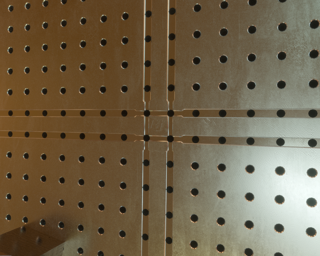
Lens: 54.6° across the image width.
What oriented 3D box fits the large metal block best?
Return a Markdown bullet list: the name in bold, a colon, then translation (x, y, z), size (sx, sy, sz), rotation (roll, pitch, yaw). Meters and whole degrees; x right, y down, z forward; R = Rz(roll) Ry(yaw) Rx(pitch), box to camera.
- **large metal block**: translation (-0.203, 0.192, 0.456), size (0.080, 0.080, 0.050), rotation (13, 95, 19)
